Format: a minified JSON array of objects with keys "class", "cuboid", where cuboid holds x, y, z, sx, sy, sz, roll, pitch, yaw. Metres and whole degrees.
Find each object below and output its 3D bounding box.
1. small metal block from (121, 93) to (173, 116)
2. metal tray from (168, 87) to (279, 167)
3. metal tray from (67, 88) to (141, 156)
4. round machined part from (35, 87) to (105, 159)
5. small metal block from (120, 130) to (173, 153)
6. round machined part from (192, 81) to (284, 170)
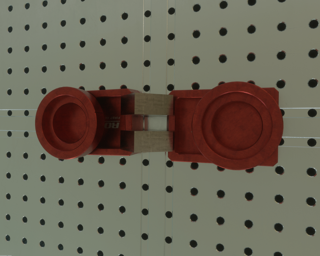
[{"class":"small metal block","cuboid":[-0.017,-0.029,0.390,0.050,0.050,0.025,-178,89,-64]},{"class":"metal tray","cuboid":[0.077,-0.002,0.383,0.130,0.030,0.089,1,90,19]},{"class":"metal tray","cuboid":[-0.094,-0.008,0.444,0.130,0.030,0.089,-1,92,20]},{"class":"round machined part","cuboid":[-0.120,-0.007,0.433,0.098,0.042,0.097,0,90,20]},{"class":"small metal block","cuboid":[-0.018,0.016,0.390,0.050,0.050,0.025,-178,89,-64]},{"class":"round machined part","cuboid":[0.090,-0.003,0.358,0.098,0.042,0.097,0,90,20]}]
